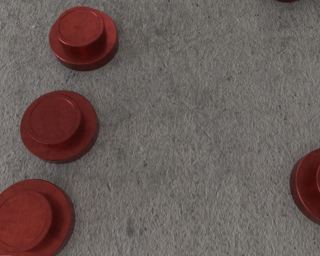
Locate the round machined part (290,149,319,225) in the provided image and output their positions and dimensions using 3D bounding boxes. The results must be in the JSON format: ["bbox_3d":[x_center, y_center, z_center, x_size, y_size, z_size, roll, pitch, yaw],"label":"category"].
[{"bbox_3d":[0.215,0.070,0.375,0.099,0.042,0.098,0,70,0],"label":"round machined part"}]

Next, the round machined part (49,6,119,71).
[{"bbox_3d":[-0.111,-0.135,0.447,0.099,0.042,0.098,0,70,0],"label":"round machined part"}]

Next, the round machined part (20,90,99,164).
[{"bbox_3d":[-0.132,-0.006,0.400,0.099,0.042,0.098,0,70,0],"label":"round machined part"}]

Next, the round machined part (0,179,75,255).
[{"bbox_3d":[-0.153,0.107,0.359,0.099,0.042,0.098,0,70,0],"label":"round machined part"}]

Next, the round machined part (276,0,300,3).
[{"bbox_3d":[0.203,-0.239,0.488,0.099,0.042,0.098,0,70,0],"label":"round machined part"}]
